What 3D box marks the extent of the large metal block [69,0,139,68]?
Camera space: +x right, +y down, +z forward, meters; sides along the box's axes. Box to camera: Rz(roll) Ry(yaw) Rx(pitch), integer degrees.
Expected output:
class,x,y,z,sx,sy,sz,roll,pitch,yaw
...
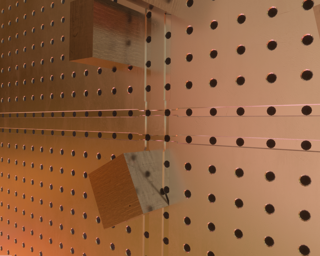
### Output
class,x,y,z,sx,sy,sz,roll,pitch,yaw
large metal block,-0.077,-0.130,0.435,0.050,0.081,0.079,3,92,40

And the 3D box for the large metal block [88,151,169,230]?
class,x,y,z,sx,sy,sz,roll,pitch,yaw
large metal block,-0.045,0.085,0.428,0.080,0.050,0.080,-32,71,35

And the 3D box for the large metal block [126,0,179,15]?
class,x,y,z,sx,sy,sz,roll,pitch,yaw
large metal block,-0.013,-0.195,0.383,0.050,0.081,0.079,27,107,36

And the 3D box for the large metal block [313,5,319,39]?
class,x,y,z,sx,sy,sz,roll,pitch,yaw
large metal block,0.172,-0.073,0.231,0.080,0.081,0.050,-14,81,39
